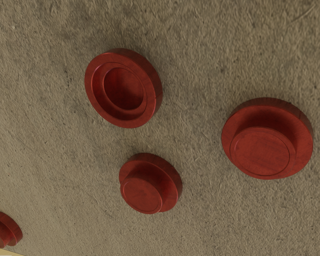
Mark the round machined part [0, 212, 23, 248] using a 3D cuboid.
[{"bbox_3d":[-0.392,0.256,0.761,0.098,0.042,0.097,13,124,21],"label":"round machined part"}]

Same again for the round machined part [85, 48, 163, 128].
[{"bbox_3d":[-0.041,-0.052,0.385,0.098,0.042,0.097,13,124,21],"label":"round machined part"}]

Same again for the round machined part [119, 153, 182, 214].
[{"bbox_3d":[-0.020,0.089,0.461,0.098,0.042,0.097,13,124,21],"label":"round machined part"}]

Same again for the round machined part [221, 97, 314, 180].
[{"bbox_3d":[0.117,0.019,0.346,0.098,0.042,0.097,13,124,21],"label":"round machined part"}]
